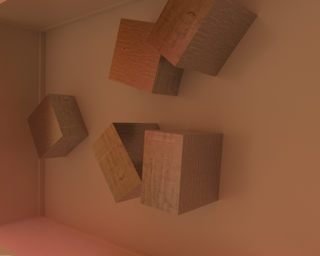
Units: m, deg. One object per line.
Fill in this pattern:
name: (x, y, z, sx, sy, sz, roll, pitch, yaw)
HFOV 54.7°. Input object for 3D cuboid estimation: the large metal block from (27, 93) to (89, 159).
large metal block: (-0.177, -0.002, 0.534, 0.080, 0.050, 0.080, -38, 67, 33)

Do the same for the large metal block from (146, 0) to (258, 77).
large metal block: (0.045, -0.107, 0.332, 0.050, 0.081, 0.080, 48, 118, 29)

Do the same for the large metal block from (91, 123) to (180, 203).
large metal block: (-0.028, 0.040, 0.392, 0.050, 0.081, 0.080, -43, 64, 31)

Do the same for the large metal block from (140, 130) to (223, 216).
large metal block: (0.026, 0.044, 0.348, 0.050, 0.081, 0.079, 6, 94, 39)

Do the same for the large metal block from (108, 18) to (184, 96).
large metal block: (-0.014, -0.091, 0.400, 0.080, 0.050, 0.079, 23, 104, 37)
